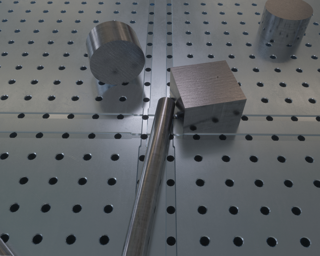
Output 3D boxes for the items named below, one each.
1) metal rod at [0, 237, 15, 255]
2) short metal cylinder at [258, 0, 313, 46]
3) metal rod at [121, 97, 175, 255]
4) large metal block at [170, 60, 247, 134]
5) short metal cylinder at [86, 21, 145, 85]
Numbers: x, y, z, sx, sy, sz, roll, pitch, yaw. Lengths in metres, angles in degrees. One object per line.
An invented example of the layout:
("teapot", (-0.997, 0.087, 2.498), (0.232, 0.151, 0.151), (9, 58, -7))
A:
("metal rod", (-0.152, 0.124, 0.290), (0.300, 0.025, 0.025), (32, 57, 28))
("short metal cylinder", (0.223, -0.192, 0.555), (0.081, 0.050, 0.080), (0, 50, 0))
("metal rod", (-0.015, 0.079, 0.341), (0.025, 0.025, 0.300), (7, 50, 6))
("large metal block", (0.062, -0.044, 0.429), (0.081, 0.050, 0.080), (-9, 51, -8))
("short metal cylinder", (-0.067, -0.112, 0.465), (0.081, 0.080, 0.050), (-12, 51, -10))
